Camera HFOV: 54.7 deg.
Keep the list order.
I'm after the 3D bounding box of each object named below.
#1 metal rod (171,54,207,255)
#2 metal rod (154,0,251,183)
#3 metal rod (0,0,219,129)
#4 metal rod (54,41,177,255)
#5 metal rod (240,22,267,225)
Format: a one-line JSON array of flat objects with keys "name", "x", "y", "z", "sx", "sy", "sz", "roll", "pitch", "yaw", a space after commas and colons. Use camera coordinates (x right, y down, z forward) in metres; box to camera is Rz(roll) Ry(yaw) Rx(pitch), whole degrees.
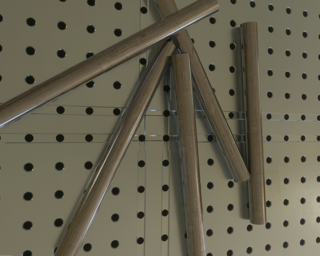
[{"name": "metal rod", "x": 0.041, "y": 0.052, "z": 0.420, "sx": 0.025, "sy": 0.025, "sz": 0.298, "roll": -7, "pitch": 96, "yaw": -20}, {"name": "metal rod", "x": 0.059, "y": -0.058, "z": 0.435, "sx": 0.025, "sy": 0.025, "sz": 0.299, "roll": -29, "pitch": 100, "yaw": -18}, {"name": "metal rod", "x": -0.056, "y": -0.087, "z": 0.376, "sx": 0.301, "sy": 0.025, "sz": 0.025, "roll": -31, "pitch": 101, "yaw": -11}, {"name": "metal rod", "x": -0.052, "y": 0.022, "z": 0.394, "sx": 0.025, "sy": 0.025, "sz": 0.299, "roll": 28, "pitch": 81, "yaw": -18}, {"name": "metal rod", "x": 0.141, "y": -0.006, "z": 0.466, "sx": 0.025, "sy": 0.025, "sz": 0.298, "roll": -4, "pitch": 91, "yaw": -20}]
